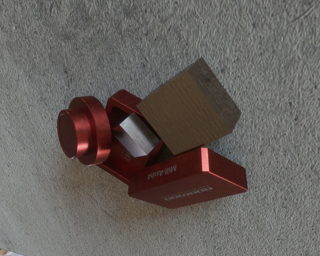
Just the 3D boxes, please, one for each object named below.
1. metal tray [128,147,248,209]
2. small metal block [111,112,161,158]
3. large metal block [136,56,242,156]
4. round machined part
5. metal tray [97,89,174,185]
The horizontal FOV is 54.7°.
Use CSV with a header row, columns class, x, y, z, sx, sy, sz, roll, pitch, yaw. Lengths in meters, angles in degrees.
class,x,y,z,sx,sy,sz,roll,pitch,yaw
metal tray,0.033,0.070,0.401,0.130,0.030,0.090,-25,141,37
small metal block,-0.034,0.010,0.403,0.050,0.025,0.050,48,157,-9
large metal block,0.034,-0.022,0.361,0.080,0.050,0.080,-30,102,38
round machined part,-0.111,0.006,0.432,0.098,0.042,0.097,17,112,49
metal tray,-0.041,0.021,0.439,0.090,0.030,0.129,30,128,8
